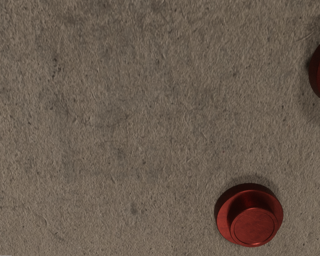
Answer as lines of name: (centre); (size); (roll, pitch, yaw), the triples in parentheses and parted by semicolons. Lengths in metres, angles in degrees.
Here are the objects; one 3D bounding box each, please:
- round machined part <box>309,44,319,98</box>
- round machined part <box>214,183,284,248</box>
round machined part: (0.230, -0.075, 0.377); (0.099, 0.042, 0.097); (0, 110, -1)
round machined part: (0.132, 0.133, 0.452); (0.099, 0.042, 0.097); (0, 110, -1)
